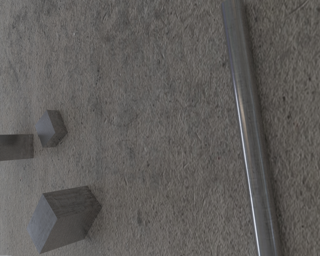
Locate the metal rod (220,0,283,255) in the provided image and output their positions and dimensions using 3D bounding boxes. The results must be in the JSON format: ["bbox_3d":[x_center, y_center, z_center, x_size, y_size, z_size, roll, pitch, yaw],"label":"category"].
[{"bbox_3d":[0.097,0.011,0.325,0.025,0.025,0.298,-11,83,39],"label":"metal rod"}]

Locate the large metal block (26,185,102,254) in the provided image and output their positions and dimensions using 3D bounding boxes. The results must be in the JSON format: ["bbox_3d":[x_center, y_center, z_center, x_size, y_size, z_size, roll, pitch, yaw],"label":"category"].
[{"bbox_3d":[-0.153,0.144,0.495,0.050,0.081,0.080,45,117,30],"label":"large metal block"}]

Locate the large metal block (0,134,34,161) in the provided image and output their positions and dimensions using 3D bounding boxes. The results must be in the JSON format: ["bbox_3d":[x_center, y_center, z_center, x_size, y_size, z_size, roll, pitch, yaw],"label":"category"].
[{"bbox_3d":[-0.317,0.038,0.631,0.080,0.081,0.050,-1,89,40],"label":"large metal block"}]

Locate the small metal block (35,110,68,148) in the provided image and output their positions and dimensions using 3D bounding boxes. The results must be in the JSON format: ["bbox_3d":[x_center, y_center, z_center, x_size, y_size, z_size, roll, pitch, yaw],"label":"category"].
[{"bbox_3d":[-0.201,0.002,0.571,0.050,0.025,0.050,-42,65,32],"label":"small metal block"}]
